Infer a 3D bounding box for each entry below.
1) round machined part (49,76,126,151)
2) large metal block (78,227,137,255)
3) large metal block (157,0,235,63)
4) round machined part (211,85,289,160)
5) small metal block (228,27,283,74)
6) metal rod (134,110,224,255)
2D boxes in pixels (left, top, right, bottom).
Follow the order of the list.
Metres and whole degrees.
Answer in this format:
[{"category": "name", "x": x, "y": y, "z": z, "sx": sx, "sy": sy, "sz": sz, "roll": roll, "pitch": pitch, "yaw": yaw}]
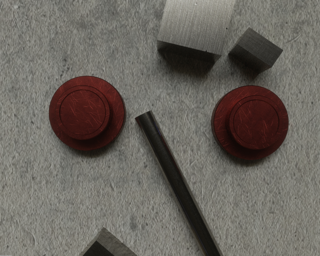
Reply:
[{"category": "round machined part", "x": -0.095, "y": -0.019, "z": 0.401, "sx": 0.099, "sy": 0.042, "sz": 0.097, "roll": 0, "pitch": 90, "yaw": 0}, {"category": "large metal block", "x": -0.073, "y": 0.191, "z": 0.397, "sx": 0.080, "sy": 0.050, "sz": 0.080, "roll": 41, "pitch": 90, "yaw": 0}, {"category": "large metal block", "x": 0.045, "y": -0.136, "z": 0.398, "sx": 0.080, "sy": 0.050, "sz": 0.080, "roll": 14, "pitch": 90, "yaw": 0}, {"category": "round machined part", "x": 0.119, "y": -0.007, "z": 0.402, "sx": 0.099, "sy": 0.042, "sz": 0.097, "roll": 0, "pitch": 90, "yaw": 0}, {"category": "small metal block", "x": 0.121, "y": -0.098, "z": 0.398, "sx": 0.050, "sy": 0.050, "sz": 0.025, "roll": 34, "pitch": 90, "yaw": 0}, {"category": "metal rod", "x": 0.044, "y": 0.116, "z": 0.410, "sx": 0.025, "sy": 0.025, "sz": 0.299, "roll": -26, "pitch": 90, "yaw": 0}]
